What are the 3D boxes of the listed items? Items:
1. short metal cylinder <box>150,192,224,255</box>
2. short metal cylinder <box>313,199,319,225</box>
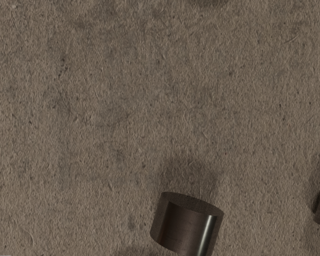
[{"bbox_3d":[0.033,0.117,0.383,0.080,0.080,0.050,17,90,-1],"label":"short metal cylinder"},{"bbox_3d":[0.242,0.107,0.386,0.080,0.080,0.050,18,90,-1],"label":"short metal cylinder"}]
